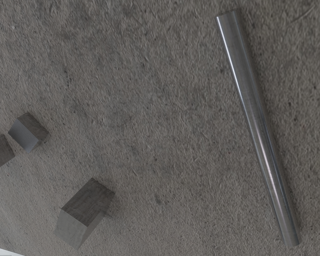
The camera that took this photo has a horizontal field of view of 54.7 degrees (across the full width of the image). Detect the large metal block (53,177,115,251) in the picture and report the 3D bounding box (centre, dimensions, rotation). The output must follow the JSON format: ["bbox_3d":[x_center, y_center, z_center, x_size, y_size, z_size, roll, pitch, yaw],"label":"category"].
[{"bbox_3d":[-0.129,0.146,0.530,0.050,0.080,0.079,33,129,7],"label":"large metal block"}]

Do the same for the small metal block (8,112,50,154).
[{"bbox_3d":[-0.226,0.008,0.531,0.050,0.025,0.050,46,129,-5],"label":"small metal block"}]

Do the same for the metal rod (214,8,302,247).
[{"bbox_3d":[0.119,0.017,0.354,0.025,0.025,0.299,-9,114,32],"label":"metal rod"}]

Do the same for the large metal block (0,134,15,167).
[{"bbox_3d":[-0.342,0.054,0.584,0.080,0.080,0.050,-1,118,28],"label":"large metal block"}]
